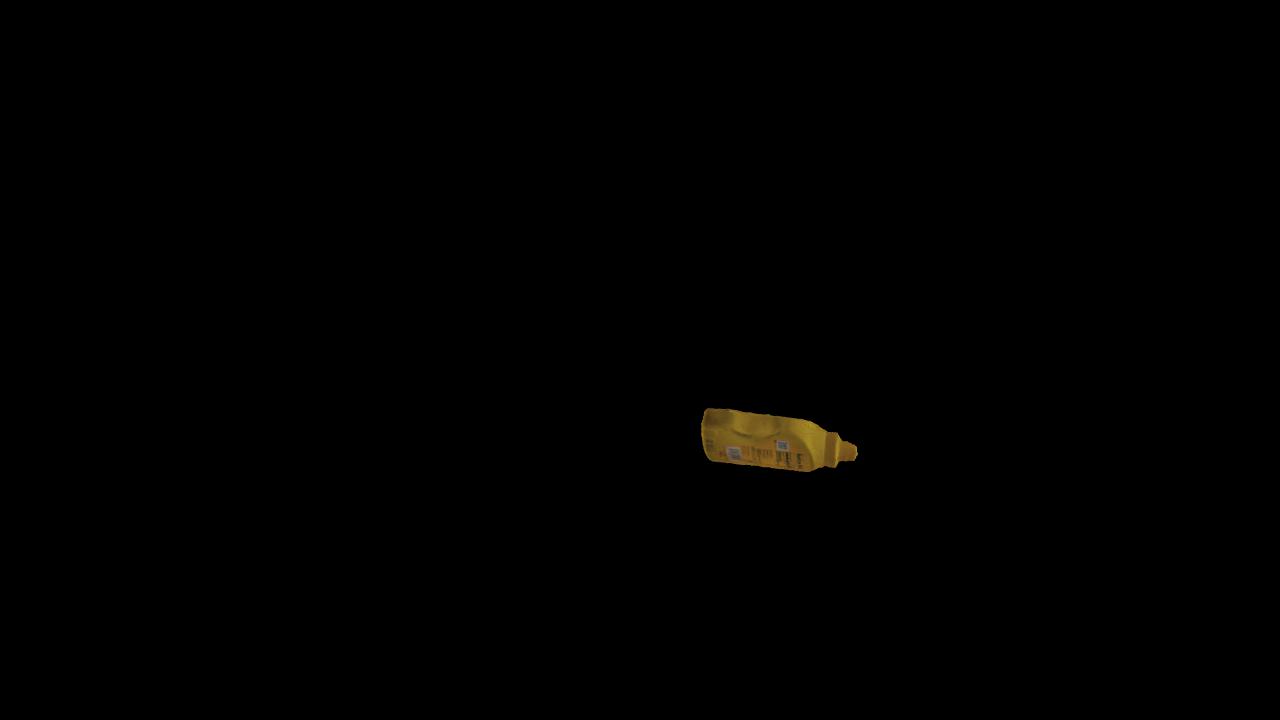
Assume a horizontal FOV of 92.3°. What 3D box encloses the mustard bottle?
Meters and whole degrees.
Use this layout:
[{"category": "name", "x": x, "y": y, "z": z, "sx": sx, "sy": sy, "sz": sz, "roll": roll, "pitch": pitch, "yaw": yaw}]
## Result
[{"category": "mustard bottle", "x": 0.172, "y": 0.104, "z": 0.762, "sx": 0.184, "sy": 0.092, "sz": 0.054, "roll": 4, "pitch": 46, "yaw": 22}]
